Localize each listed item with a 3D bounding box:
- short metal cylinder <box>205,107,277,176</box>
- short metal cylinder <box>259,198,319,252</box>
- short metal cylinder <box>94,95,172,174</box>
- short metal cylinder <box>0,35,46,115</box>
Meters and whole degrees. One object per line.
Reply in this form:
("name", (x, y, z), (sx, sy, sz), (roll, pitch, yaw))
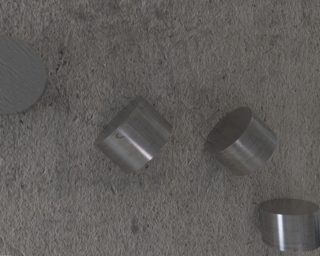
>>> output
("short metal cylinder", (0.109, 0.018, 0.420), (0.050, 0.080, 0.080), (41, 77, -16))
("short metal cylinder", (0.188, 0.138, 0.449), (0.081, 0.080, 0.050), (-5, 92, -20))
("short metal cylinder", (-0.032, 0.007, 0.368), (0.050, 0.080, 0.080), (45, 76, -15))
("short metal cylinder", (-0.166, -0.054, 0.334), (0.081, 0.050, 0.080), (0, 90, -20))
